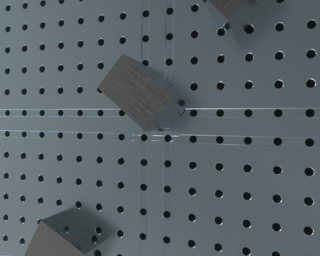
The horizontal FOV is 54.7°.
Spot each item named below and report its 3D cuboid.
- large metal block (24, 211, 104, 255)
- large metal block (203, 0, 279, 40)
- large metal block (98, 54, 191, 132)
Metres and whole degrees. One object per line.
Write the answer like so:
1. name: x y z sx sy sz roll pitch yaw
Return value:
1. large metal block: -0.142 0.182 0.448 0.080 0.050 0.080 30 100 17
2. large metal block: 0.096 -0.156 0.349 0.080 0.080 0.050 -43 77 15
3. large metal block: -0.016 -0.041 0.388 0.080 0.080 0.050 42 103 15
